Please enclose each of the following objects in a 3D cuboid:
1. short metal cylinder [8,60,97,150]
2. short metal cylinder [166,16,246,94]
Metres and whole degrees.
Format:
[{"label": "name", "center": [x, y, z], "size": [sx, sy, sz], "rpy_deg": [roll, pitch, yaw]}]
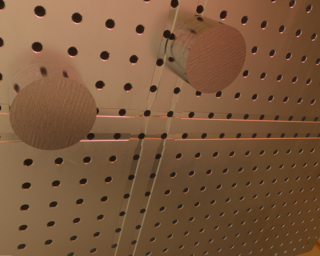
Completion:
[{"label": "short metal cylinder", "center": [-0.112, -0.024, 0.319], "size": [0.081, 0.050, 0.079], "rpy_deg": [-14, 124, -21]}, {"label": "short metal cylinder", "center": [0.054, -0.088, 0.370], "size": [0.081, 0.050, 0.079], "rpy_deg": [-14, 124, -21]}]
